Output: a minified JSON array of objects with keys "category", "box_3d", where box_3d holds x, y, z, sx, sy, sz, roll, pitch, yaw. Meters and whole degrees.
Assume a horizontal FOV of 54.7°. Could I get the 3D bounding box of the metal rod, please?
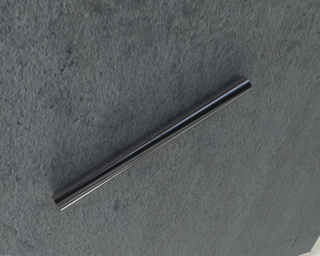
[{"category":"metal rod","box_3d":[-0.005,0.016,0.418,0.301,0.025,0.025,-32,129,-8]}]
